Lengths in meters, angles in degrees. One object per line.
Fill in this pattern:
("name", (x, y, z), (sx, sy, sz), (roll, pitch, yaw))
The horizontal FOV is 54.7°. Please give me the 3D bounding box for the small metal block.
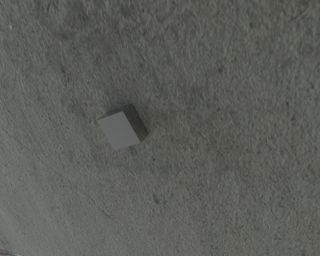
("small metal block", (-0.052, -0.001, 0.432), (0.050, 0.025, 0.050), (-17, 110, 34))
